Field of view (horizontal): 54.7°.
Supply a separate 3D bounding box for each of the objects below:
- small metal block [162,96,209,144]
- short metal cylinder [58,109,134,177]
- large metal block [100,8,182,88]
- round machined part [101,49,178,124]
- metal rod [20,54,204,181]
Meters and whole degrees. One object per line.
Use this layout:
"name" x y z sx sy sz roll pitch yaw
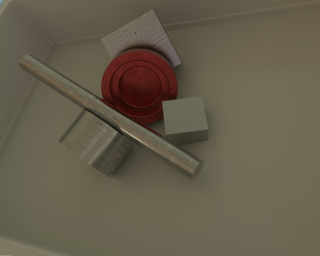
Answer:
"small metal block" 0.031 -0.009 0.385 0.050 0.025 0.050 -7 57 3
"short metal cylinder" -0.081 0.020 0.399 0.080 0.080 0.050 28 78 37
"large metal block" -0.025 -0.114 0.442 0.080 0.080 0.050 -27 20 11
"round machined part" -0.026 -0.058 0.417 0.098 0.098 0.042 -27 21 11
"metal rod" -0.077 -0.025 0.396 0.300 0.025 0.025 31 79 23
